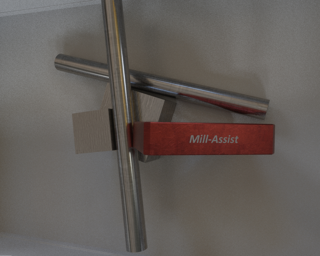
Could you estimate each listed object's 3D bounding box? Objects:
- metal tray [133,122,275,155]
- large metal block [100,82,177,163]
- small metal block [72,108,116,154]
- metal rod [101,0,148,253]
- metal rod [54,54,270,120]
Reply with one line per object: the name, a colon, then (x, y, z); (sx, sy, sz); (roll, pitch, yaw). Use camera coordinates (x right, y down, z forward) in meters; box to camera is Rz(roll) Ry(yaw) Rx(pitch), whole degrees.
metal tray: (0.041, 0.009, 0.331); (0.131, 0.090, 0.030); (1, 91, -12)
large metal block: (-0.034, -0.008, 0.407); (0.080, 0.050, 0.080); (19, 96, 18)
small metal block: (-0.078, 0.004, 0.382); (0.050, 0.025, 0.050); (-7, 87, 19)
metal rod: (-0.043, -0.006, 0.370); (0.025, 0.025, 0.298); (-7, 88, 19)
metal rod: (-0.011, -0.060, 0.413); (0.301, 0.025, 0.025); (16, 95, 18)
